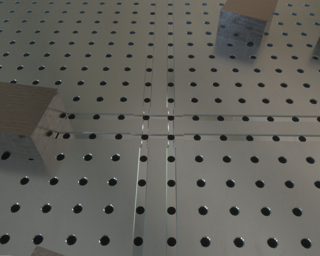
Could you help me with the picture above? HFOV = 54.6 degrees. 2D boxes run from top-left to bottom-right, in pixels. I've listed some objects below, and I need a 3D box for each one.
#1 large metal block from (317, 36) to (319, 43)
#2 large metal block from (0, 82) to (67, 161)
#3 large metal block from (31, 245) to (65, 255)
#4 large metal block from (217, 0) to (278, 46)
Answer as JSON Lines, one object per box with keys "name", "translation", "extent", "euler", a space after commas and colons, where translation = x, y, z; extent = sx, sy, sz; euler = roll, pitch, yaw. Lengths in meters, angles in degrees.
{"name": "large metal block", "translation": [0.336, -0.181, 0.545], "extent": [0.080, 0.050, 0.080], "euler": [23, 54, 18]}
{"name": "large metal block", "translation": [-0.178, -0.010, 0.399], "extent": [0.080, 0.050, 0.080], "euler": [8, 50, 6]}
{"name": "large metal block", "translation": [-0.083, 0.158, 0.259], "extent": [0.080, 0.050, 0.080], "euler": [14, 51, 12]}
{"name": "large metal block", "translation": [0.158, -0.200, 0.561], "extent": [0.080, 0.050, 0.080], "euler": [21, 53, 17]}
